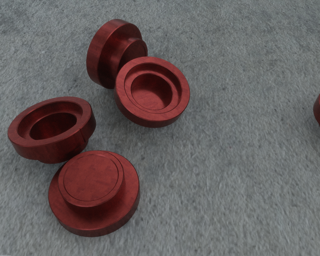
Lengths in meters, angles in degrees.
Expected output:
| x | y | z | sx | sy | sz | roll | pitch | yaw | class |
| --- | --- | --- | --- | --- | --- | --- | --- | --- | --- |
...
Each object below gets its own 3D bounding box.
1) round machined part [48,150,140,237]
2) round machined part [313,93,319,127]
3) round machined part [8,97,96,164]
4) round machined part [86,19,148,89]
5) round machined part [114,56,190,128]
| x | y | z | sx | sy | sz | roll | pitch | yaw | class |
| --- | --- | --- | --- | --- | --- | --- | --- | --- | --- |
| -0.072 | 0.063 | 0.338 | 0.099 | 0.042 | 0.098 | 0 | 50 | 0 | round machined part |
| 0.252 | -0.013 | 0.406 | 0.099 | 0.042 | 0.098 | 0 | 50 | 0 | round machined part |
| -0.126 | 0.006 | 0.376 | 0.099 | 0.042 | 0.098 | -6 | 38 | 5 | round machined part |
| -0.054 | -0.099 | 0.439 | 0.042 | 0.097 | 0.098 | 28 | 56 | 22 | round machined part |
| -0.013 | -0.044 | 0.416 | 0.099 | 0.042 | 0.098 | 6 | 64 | -13 | round machined part |
